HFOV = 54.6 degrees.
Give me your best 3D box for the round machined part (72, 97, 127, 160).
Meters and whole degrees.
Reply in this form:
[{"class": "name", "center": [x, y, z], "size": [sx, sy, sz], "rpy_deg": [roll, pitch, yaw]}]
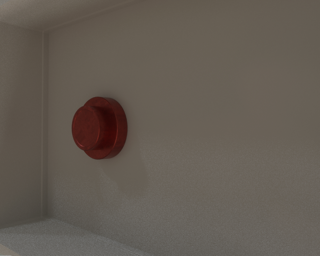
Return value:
[{"class": "round machined part", "center": [-0.099, 0.000, 0.479], "size": [0.098, 0.042, 0.097], "rpy_deg": [0, 90, 40]}]
